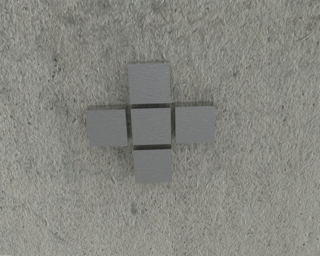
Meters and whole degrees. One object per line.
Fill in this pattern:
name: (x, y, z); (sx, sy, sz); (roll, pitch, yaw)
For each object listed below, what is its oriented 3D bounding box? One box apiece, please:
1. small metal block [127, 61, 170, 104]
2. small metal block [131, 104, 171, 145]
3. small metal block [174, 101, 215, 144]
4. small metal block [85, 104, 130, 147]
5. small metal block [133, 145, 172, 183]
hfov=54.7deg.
small metal block: (-0.013, -0.058, 0.390); (0.050, 0.025, 0.050); (-2, 110, 0)
small metal block: (-0.011, -0.006, 0.409); (0.050, 0.025, 0.050); (-2, 110, 0)
small metal block: (0.045, -0.008, 0.409); (0.050, 0.025, 0.050); (-2, 110, 0)
small metal block: (-0.068, -0.004, 0.409); (0.050, 0.025, 0.050); (-2, 110, 0)
small metal block: (-0.009, 0.048, 0.429); (0.050, 0.025, 0.050); (-2, 110, 0)
